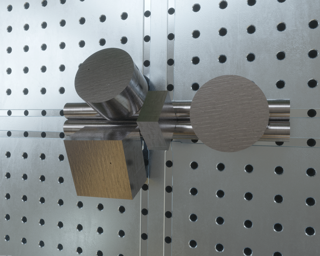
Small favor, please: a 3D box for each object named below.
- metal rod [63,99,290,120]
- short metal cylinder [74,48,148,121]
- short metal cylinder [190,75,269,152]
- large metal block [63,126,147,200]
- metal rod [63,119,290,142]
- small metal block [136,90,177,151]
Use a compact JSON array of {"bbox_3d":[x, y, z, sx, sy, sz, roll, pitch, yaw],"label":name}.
[{"bbox_3d":[0.007,-0.023,0.406,0.301,0.025,0.025,1,90,19],"label":"metal rod"},{"bbox_3d":[-0.062,-0.056,0.402,0.080,0.050,0.080,-7,64,16],"label":"short metal cylinder"},{"bbox_3d":[0.078,-0.015,0.341,0.080,0.050,0.079,0,90,20],"label":"short metal cylinder"},{"bbox_3d":[-0.069,0.043,0.405,0.080,0.050,0.079,-1,110,20],"label":"large metal block"},{"bbox_3d":[0.007,0.002,0.406,0.301,0.025,0.025,1,90,19],"label":"metal rod"},{"bbox_3d":[-0.002,-0.009,0.366,0.025,0.050,0.050,1,48,20],"label":"small metal block"}]
